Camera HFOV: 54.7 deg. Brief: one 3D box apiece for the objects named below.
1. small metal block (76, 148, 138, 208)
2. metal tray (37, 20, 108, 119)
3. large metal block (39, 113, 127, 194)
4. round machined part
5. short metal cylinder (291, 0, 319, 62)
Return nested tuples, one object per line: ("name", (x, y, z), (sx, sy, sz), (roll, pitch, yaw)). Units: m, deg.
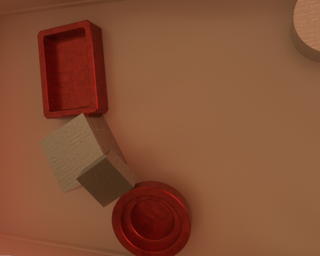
("small metal block", (-0.065, 0.062, 0.384), (0.050, 0.025, 0.050), (-36, 103, 18))
("metal tray", (-0.127, -0.081, 0.451), (0.090, 0.030, 0.129), (-6, 88, 19))
("large metal block", (-0.107, 0.034, 0.434), (0.080, 0.050, 0.080), (-31, 80, 17))
("round machined part", (-0.008, 0.113, 0.395), (0.098, 0.042, 0.097), (2, 102, 10))
("short metal cylinder", (0.185, -0.115, 0.332), (0.080, 0.050, 0.079), (0, 90, 19))
